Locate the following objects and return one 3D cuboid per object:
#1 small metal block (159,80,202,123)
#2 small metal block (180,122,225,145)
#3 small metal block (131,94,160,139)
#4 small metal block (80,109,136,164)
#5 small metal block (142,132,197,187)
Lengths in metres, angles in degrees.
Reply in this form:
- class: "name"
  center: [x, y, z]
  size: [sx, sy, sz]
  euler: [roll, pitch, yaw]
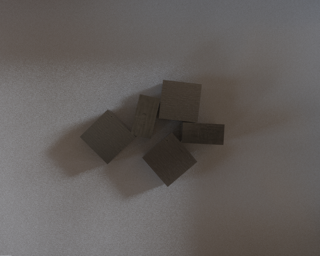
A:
- class: "small metal block"
  center: [0.026, -0.034, 0.410]
  size: [0.050, 0.025, 0.050]
  euler: [6, 90, -1]
- class: "small metal block"
  center: [0.052, 0.007, 0.397]
  size: [0.050, 0.050, 0.025]
  euler: [3, 90, -1]
- class: "small metal block"
  center: [-0.018, -0.014, 0.396]
  size: [0.025, 0.050, 0.050]
  euler: [13, 90, 0]
- class: "small metal block"
  center: [-0.067, 0.011, 0.409]
  size: [0.050, 0.025, 0.050]
  euler: [-45, 91, 0]
- class: "small metal block"
  center: [0.013, 0.041, 0.409]
  size: [0.050, 0.025, 0.050]
  euler: [-41, 91, 0]
